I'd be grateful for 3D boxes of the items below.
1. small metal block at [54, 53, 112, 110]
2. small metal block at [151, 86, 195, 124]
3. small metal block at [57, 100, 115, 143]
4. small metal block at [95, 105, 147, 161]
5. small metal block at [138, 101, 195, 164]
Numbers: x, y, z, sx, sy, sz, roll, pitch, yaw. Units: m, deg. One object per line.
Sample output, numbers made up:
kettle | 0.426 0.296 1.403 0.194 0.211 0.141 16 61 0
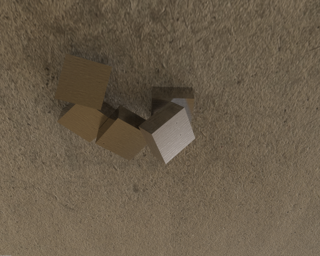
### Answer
small metal block | -0.086 -0.051 0.349 0.050 0.025 0.050 14 92 -13
small metal block | 0.014 -0.024 0.388 0.050 0.025 0.050 1 130 -2
small metal block | -0.092 -0.016 0.394 0.050 0.025 0.050 -37 122 27
small metal block | -0.043 0.007 0.380 0.050 0.025 0.050 30 124 -24
small metal block | 0.010 0.005 0.364 0.050 0.025 0.050 -40 131 -20
